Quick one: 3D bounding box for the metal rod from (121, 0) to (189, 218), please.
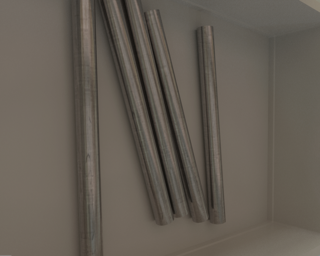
[{"bbox_3d":[-0.005,-0.024,0.404,0.025,0.025,0.298,-22,104,-38],"label":"metal rod"}]

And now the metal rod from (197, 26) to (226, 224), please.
[{"bbox_3d":[0.079,-0.002,0.475,0.025,0.025,0.298,-8,95,-40],"label":"metal rod"}]

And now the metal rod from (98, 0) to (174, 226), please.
[{"bbox_3d":[-0.027,-0.018,0.385,0.025,0.025,0.298,-23,104,-38],"label":"metal rod"}]

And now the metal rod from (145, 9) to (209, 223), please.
[{"bbox_3d":[0.024,-0.007,0.428,0.025,0.025,0.298,-24,105,-38],"label":"metal rod"}]

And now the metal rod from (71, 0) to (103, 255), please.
[{"bbox_3d":[-0.080,0.005,0.341,0.025,0.025,0.298,-3,92,-40],"label":"metal rod"}]
